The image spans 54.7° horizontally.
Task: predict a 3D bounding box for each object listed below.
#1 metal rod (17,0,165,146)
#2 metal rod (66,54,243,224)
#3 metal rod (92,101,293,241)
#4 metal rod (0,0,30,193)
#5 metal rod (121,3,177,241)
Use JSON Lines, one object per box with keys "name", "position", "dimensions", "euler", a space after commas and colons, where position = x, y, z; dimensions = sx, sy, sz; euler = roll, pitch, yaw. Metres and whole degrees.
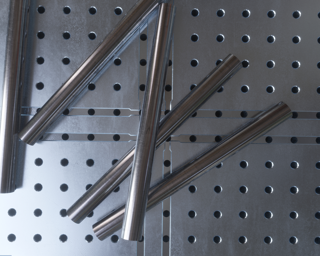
{"name": "metal rod", "position": [-0.078, -0.096, 0.412], "dimensions": [0.025, 0.025, 0.300], "euler": [42, 90, -1]}
{"name": "metal rod", "position": [-0.007, 0.014, 0.413], "dimensions": [0.300, 0.025, 0.025], "euler": [-44, 91, -1]}
{"name": "metal rod", "position": [0.043, 0.057, 0.414], "dimensions": [0.301, 0.025, 0.025], "euler": [-33, 90, -1]}
{"name": "metal rod", "position": [-0.194, -0.065, 0.410], "dimensions": [0.025, 0.025, 0.298], "euler": [5, 90, -1]}
{"name": "metal rod", "position": [-0.012, -0.014, 0.392], "dimensions": [0.025, 0.025, 0.299], "euler": [9, 82, -1]}
